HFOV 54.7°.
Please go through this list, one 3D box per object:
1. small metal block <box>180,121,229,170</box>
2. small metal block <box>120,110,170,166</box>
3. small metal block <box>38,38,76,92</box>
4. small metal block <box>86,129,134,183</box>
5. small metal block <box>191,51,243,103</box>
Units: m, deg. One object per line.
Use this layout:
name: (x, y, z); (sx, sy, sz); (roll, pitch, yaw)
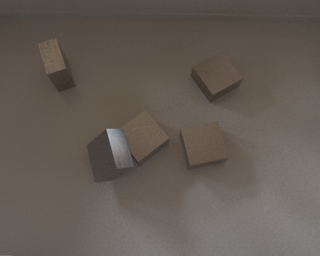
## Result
small metal block: (0.056, 0.023, 0.402); (0.050, 0.025, 0.050); (-11, 71, -5)
small metal block: (-0.023, 0.013, 0.405); (0.050, 0.025, 0.050); (-37, 75, -13)
small metal block: (-0.141, -0.086, 0.426); (0.025, 0.050, 0.050); (-20, 72, -7)
small metal block: (-0.062, 0.034, 0.381); (0.025, 0.050, 0.050); (1, 64, -43)
small metal block: (0.079, -0.072, 0.437); (0.050, 0.025, 0.050); (-29, 73, -11)
